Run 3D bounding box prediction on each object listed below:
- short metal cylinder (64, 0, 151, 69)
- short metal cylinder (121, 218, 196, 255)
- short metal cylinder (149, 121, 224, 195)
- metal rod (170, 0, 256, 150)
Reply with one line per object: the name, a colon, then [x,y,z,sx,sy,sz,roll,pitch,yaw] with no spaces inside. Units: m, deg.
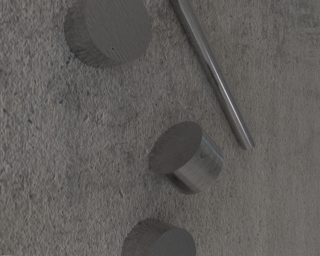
short metal cylinder: [-0.057,-0.109,0.340,0.081,0.050,0.079,0,90,-40]
short metal cylinder: [-0.001,0.160,0.388,0.081,0.050,0.079,0,90,-40]
short metal cylinder: [0.033,0.038,0.397,0.050,0.080,0.080,45,63,-31]
metal rod: [0.082,-0.088,0.473,0.025,0.025,0.299,-46,118,-30]
